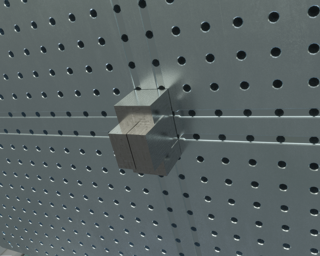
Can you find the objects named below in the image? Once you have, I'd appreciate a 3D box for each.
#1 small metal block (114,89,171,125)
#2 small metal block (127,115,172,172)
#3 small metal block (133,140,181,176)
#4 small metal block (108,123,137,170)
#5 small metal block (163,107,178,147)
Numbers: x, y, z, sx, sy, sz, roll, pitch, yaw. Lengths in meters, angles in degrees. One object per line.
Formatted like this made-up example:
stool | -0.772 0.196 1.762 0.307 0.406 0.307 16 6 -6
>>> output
small metal block | -0.021 -0.027 0.389 0.050 0.050 0.025 2 120 27
small metal block | -0.011 0.017 0.380 0.025 0.050 0.050 3 120 28
small metal block | -0.005 0.038 0.421 0.050 0.050 0.025 2 119 27
small metal block | -0.035 0.017 0.392 0.025 0.050 0.050 2 119 27
small metal block | -0.008 -0.001 0.415 0.050 0.025 0.050 2 120 28
